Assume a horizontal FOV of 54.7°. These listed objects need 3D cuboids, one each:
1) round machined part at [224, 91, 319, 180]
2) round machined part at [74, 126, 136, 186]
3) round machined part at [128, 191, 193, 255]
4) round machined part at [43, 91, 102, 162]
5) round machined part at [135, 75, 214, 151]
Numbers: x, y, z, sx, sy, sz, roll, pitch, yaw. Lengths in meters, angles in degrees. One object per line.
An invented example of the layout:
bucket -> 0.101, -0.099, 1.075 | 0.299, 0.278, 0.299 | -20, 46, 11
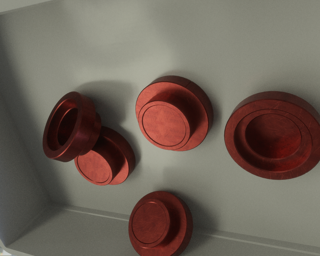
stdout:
round machined part -> 0.123, 0.005, 0.335 | 0.098, 0.042, 0.097 | 13, 124, 20
round machined part -> -0.091, 0.049, 0.474 | 0.098, 0.042, 0.097 | 13, 124, 20
round machined part -> -0.006, 0.139, 0.447 | 0.098, 0.098, 0.042 | -5, 155, 30
round machined part -> -0.120, 0.001, 0.437 | 0.098, 0.098, 0.042 | -24, 145, 36
round machined part -> 0.013, -0.012, 0.383 | 0.098, 0.042, 0.097 | 13, 124, 20
